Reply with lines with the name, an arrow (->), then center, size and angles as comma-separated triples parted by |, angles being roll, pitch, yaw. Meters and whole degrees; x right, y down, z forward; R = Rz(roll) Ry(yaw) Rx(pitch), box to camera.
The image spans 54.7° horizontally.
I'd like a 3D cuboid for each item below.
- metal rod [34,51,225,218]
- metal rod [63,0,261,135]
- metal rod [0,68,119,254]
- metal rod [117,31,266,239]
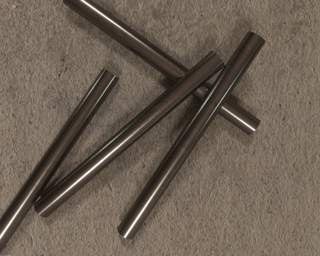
metal rod -> -0.042, 0.011, 0.394 | 0.300, 0.025, 0.025 | -40, 91, 5
metal rod -> 0.003, -0.087, 0.409 | 0.301, 0.025, 0.025 | 35, 90, -1
metal rod -> -0.148, 0.052, 0.408 | 0.025, 0.025, 0.299 | 34, 90, -1
metal rod -> 0.035, 0.015, 0.392 | 0.025, 0.025, 0.299 | 33, 97, -1
